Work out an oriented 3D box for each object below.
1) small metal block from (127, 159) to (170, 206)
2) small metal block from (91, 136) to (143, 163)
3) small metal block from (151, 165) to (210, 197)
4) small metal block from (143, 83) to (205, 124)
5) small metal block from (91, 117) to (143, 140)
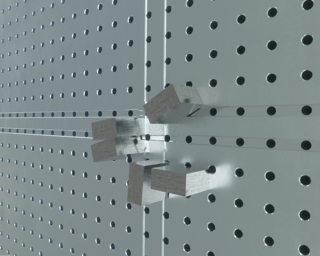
[{"bbox_3d":[-0.014,0.069,0.403,0.025,0.050,0.050,7,95,39],"label":"small metal block"},{"bbox_3d":[-0.061,0.030,0.441,0.050,0.050,0.025,-20,78,38],"label":"small metal block"},{"bbox_3d":[0.025,0.061,0.371,0.050,0.050,0.025,3,92,39],"label":"small metal block"},{"bbox_3d":[0.017,-0.028,0.377,0.050,0.050,0.025,-35,69,34],"label":"small metal block"},{"bbox_3d":[-0.060,0.002,0.441,0.050,0.050,0.025,-10,84,39],"label":"small metal block"}]
